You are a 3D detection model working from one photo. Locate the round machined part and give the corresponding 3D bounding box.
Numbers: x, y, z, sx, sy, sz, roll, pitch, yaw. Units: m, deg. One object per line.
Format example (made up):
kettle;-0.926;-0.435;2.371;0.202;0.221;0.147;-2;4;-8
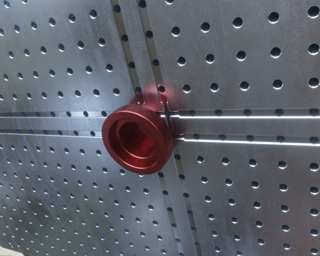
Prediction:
round machined part;-0.026;0.012;0.422;0.098;0.042;0.097;13;124;21
